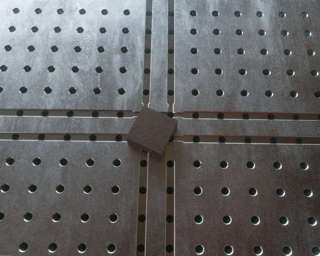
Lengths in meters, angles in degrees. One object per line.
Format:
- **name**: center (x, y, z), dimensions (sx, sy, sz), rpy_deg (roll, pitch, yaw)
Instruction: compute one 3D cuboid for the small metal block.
- **small metal block**: center (-0.010, 0.006, 0.410), dimensions (0.050, 0.025, 0.050), rpy_deg (24, 72, 8)
